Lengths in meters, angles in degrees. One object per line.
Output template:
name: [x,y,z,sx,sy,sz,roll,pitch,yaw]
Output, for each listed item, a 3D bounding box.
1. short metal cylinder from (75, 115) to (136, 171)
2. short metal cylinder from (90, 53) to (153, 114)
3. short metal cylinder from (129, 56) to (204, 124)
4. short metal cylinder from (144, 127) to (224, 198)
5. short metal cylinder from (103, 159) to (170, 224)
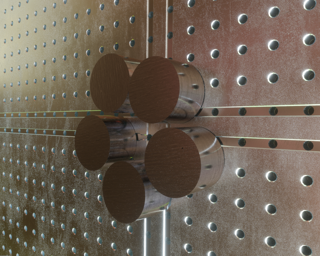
short metal cylinder: [-0.082,0.021,0.460,0.080,0.050,0.079,0,91,40]
short metal cylinder: [-0.053,-0.061,0.436,0.080,0.050,0.079,0,90,39]
short metal cylinder: [0.007,-0.045,0.386,0.080,0.050,0.079,0,91,40]
short metal cylinder: [0.028,0.039,0.369,0.080,0.050,0.079,1,92,39]
short metal cylinder: [-0.032,0.083,0.418,0.080,0.050,0.080,0,89,40]
